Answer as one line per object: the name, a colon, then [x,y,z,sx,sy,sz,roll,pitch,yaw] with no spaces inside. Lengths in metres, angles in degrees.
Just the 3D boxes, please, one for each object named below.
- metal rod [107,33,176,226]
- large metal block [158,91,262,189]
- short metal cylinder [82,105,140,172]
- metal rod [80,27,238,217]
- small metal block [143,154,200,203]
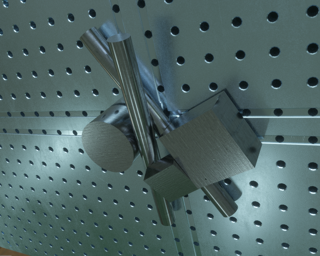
metal rod: [-0.015,0.026,0.405,0.025,0.025,0.298,6,129,25]
large metal block: [0.060,0.016,0.368,0.080,0.050,0.080,-30,102,38]
short metal cylinder: [-0.060,0.014,0.431,0.080,0.050,0.079,13,124,20]
metal rod: [0.004,-0.001,0.403,0.025,0.025,0.300,-32,102,38]
small metal block: [0.016,0.063,0.396,0.050,0.025,0.050,-33,115,30]
